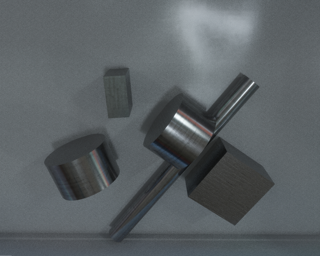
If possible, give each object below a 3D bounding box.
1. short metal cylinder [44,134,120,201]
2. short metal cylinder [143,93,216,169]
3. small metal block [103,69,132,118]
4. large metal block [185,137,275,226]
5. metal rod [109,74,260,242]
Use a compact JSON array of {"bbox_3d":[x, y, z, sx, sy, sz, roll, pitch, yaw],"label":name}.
[{"bbox_3d":[-0.099,0.048,0.398,0.080,0.080,0.050,-18,109,6],"label":"short metal cylinder"},{"bbox_3d":[0.023,0.004,0.384,0.050,0.080,0.080,36,106,-12],"label":"short metal cylinder"},{"bbox_3d":[-0.050,-0.044,0.381,0.025,0.050,0.050,-3,110,1],"label":"small metal block"},{"bbox_3d":[0.093,0.073,0.426,0.080,0.050,0.080,34,106,-12],"label":"large metal block"},{"bbox_3d":[0.025,0.052,0.430,0.025,0.025,0.299,36,106,-13],"label":"metal rod"}]
